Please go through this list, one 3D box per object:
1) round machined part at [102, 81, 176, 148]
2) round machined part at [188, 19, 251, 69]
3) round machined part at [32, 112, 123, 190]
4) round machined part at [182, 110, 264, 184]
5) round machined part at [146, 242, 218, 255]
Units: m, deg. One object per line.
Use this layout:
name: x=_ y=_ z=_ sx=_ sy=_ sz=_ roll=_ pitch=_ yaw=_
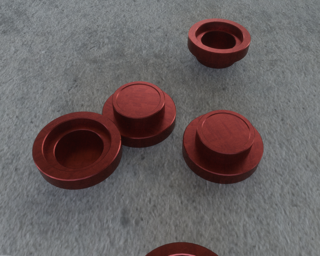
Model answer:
round machined part: x=-0.028 y=-0.025 z=0.413 sx=0.099 sy=0.042 sz=0.098 roll=0 pitch=50 yaw=0
round machined part: x=0.094 y=-0.134 z=0.506 sx=0.099 sy=0.042 sz=0.098 roll=0 pitch=50 yaw=0
round machined part: x=-0.093 y=0.030 z=0.366 sx=0.099 sy=0.042 sz=0.098 roll=0 pitch=50 yaw=0
round machined part: x=0.078 y=0.016 z=0.380 sx=0.099 sy=0.042 sz=0.098 roll=0 pitch=50 yaw=0
round machined part: x=0.019 y=0.153 z=0.264 sx=0.099 sy=0.042 sz=0.098 roll=0 pitch=50 yaw=0
